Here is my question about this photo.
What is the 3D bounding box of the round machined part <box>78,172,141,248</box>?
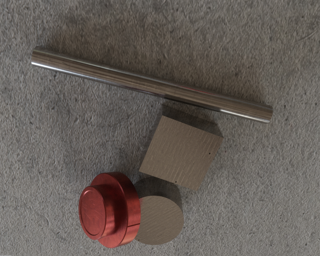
[{"bbox_3d":[-0.072,0.108,0.408,0.042,0.098,0.097,1,116,-43],"label":"round machined part"}]

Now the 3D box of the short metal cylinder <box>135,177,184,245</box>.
[{"bbox_3d":[-0.008,0.117,0.439,0.081,0.050,0.079,0,110,0],"label":"short metal cylinder"}]

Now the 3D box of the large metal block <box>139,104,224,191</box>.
[{"bbox_3d":[0.025,0.025,0.406,0.080,0.050,0.079,20,109,-8],"label":"large metal block"}]

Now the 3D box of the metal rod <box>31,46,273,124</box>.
[{"bbox_3d":[-0.005,-0.052,0.390,0.302,0.025,0.025,13,110,-5],"label":"metal rod"}]
